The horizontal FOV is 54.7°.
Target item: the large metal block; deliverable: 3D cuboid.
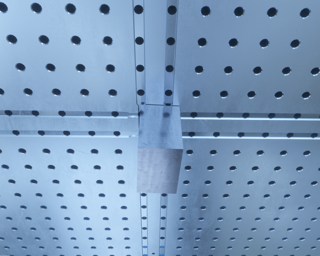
[{"bbox_3d":[-0.002,0.027,0.397,0.050,0.080,0.079,3,130,-3],"label":"large metal block"}]
